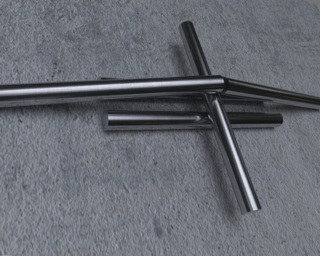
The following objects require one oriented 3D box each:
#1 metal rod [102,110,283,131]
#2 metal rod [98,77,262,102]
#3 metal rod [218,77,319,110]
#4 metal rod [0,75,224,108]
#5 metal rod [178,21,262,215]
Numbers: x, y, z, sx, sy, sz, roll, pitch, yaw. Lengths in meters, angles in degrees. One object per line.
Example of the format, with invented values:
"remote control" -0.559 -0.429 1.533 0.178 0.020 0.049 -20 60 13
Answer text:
"metal rod" 0.065 -0.011 0.449 0.303 0.025 0.025 -1 62 -29
"metal rod" 0.054 -0.055 0.469 0.303 0.025 0.025 -1 62 -29
"metal rod" 0.202 -0.053 0.517 0.302 0.025 0.025 2 60 -39
"metal rod" -0.060 -0.046 0.370 0.303 0.025 0.025 -6 65 -21
"metal rod" 0.076 -0.030 0.435 0.025 0.025 0.299 0 62 -29
